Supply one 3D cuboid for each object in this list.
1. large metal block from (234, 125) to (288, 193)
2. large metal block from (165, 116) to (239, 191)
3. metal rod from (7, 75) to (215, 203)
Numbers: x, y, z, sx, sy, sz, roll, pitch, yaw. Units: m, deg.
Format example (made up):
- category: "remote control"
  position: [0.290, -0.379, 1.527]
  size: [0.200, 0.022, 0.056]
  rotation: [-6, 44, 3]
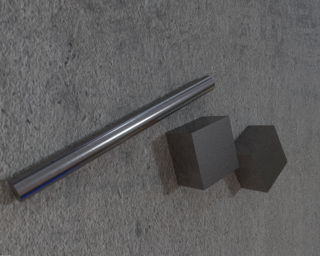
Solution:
- category: "large metal block"
  position: [0.168, 0.051, 0.533]
  size: [0.080, 0.050, 0.080]
  rotation: [-43, 116, -32]
- category: "large metal block"
  position: [0.062, 0.032, 0.443]
  size: [0.081, 0.050, 0.079]
  rotation: [-23, 105, -38]
- category: "metal rod"
  position: [-0.032, -0.004, 0.379]
  size: [0.302, 0.025, 0.025]
  rotation: [-31, 110, -36]
